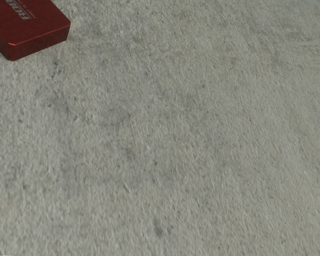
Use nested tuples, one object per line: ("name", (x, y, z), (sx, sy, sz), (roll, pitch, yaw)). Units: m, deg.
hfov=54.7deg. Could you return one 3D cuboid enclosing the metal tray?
("metal tray", (-0.191, -0.154, 0.392), (0.130, 0.030, 0.091), (47, 51, 4))
